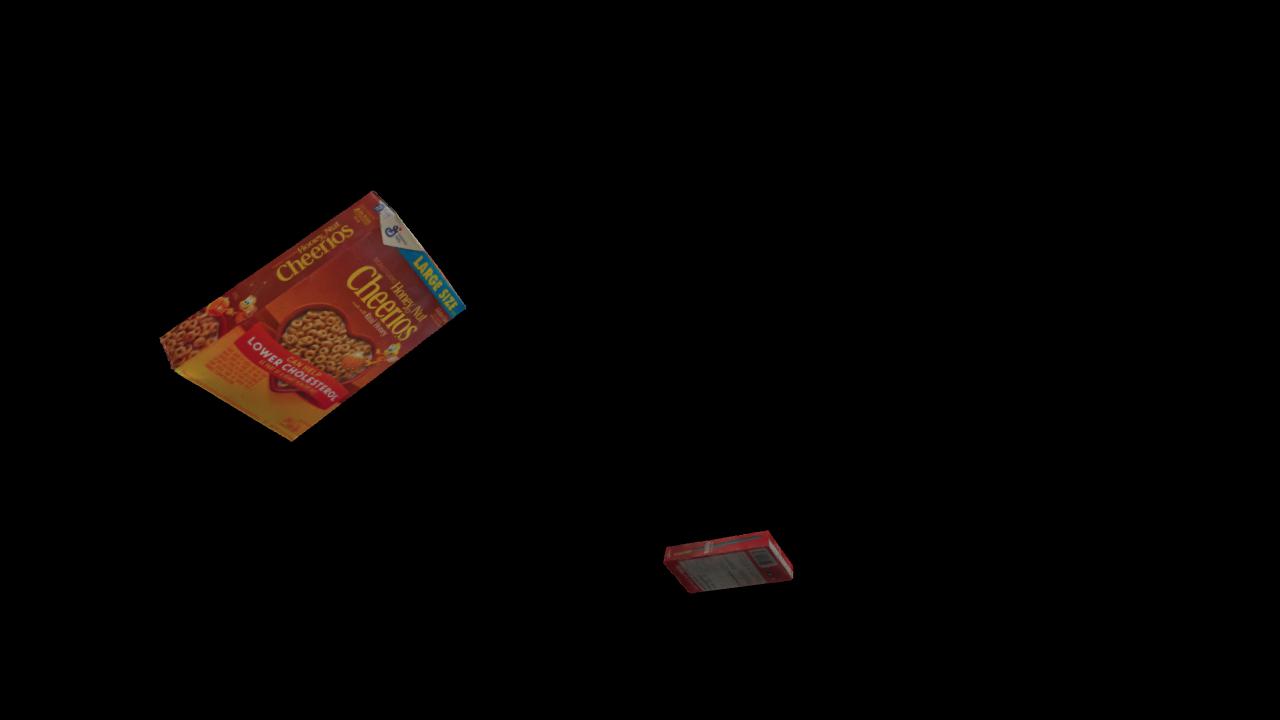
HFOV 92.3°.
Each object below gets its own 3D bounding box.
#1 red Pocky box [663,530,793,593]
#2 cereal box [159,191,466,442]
[{"bbox_3d":[0.117,0.272,0.823,0.155,0.083,0.028,-18,34,27],"label":"red Pocky box"},{"bbox_3d":[-0.405,-0.051,0.809,0.081,0.306,0.203,43,-15,29],"label":"cereal box"}]
